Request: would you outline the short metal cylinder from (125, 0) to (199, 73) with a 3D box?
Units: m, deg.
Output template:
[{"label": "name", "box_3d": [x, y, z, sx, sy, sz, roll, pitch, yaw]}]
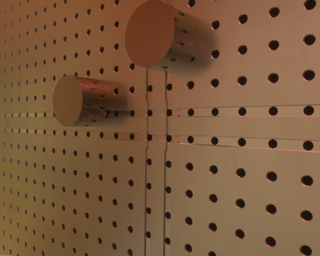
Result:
[{"label": "short metal cylinder", "box_3d": [0.002, -0.113, 0.392, 0.080, 0.050, 0.079, 0, 90, 40]}]

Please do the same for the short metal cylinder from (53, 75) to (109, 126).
[{"label": "short metal cylinder", "box_3d": [-0.128, -0.042, 0.499, 0.080, 0.050, 0.079, 0, 90, 40]}]
